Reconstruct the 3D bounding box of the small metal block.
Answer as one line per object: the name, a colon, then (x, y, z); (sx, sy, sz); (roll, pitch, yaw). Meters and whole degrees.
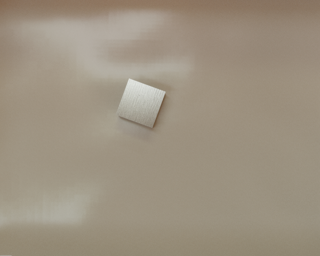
small metal block: (-0.025, -0.032, 0.411); (0.050, 0.025, 0.050); (20, 90, 0)
